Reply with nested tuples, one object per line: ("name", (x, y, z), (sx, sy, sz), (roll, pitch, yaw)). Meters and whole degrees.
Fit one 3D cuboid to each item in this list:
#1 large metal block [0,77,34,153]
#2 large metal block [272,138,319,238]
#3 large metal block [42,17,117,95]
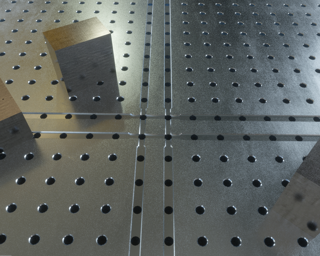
("large metal block", (-0.223, -0.010, 0.397), (0.081, 0.050, 0.080), (-29, 56, -23))
("large metal block", (0.172, 0.056, 0.327), (0.050, 0.080, 0.080), (34, 58, 25))
("large metal block", (-0.116, -0.107, 0.460), (0.081, 0.080, 0.050), (-25, 55, -20))
